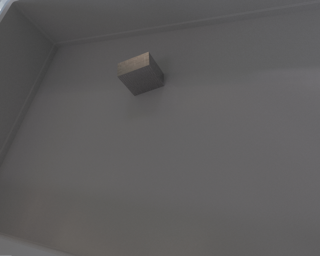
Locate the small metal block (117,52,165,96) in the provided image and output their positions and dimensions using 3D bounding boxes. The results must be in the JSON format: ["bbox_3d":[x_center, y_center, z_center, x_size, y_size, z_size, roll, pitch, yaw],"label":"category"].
[{"bbox_3d":[-0.027,-0.078,0.453,0.050,0.050,0.025,-17,55,19],"label":"small metal block"}]
